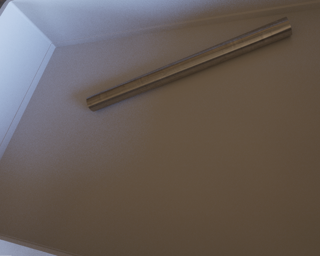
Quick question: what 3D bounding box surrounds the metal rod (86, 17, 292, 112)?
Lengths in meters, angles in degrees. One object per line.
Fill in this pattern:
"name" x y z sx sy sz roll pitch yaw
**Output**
"metal rod" 0.029 -0.084 0.440 0.301 0.025 0.025 -19 55 16
